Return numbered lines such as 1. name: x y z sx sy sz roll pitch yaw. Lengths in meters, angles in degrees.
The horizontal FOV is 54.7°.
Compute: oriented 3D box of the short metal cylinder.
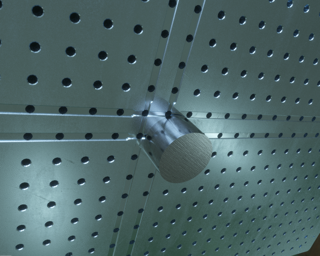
1. short metal cylinder: 0.025 0.029 0.428 0.081 0.050 0.079 -14 125 -21
